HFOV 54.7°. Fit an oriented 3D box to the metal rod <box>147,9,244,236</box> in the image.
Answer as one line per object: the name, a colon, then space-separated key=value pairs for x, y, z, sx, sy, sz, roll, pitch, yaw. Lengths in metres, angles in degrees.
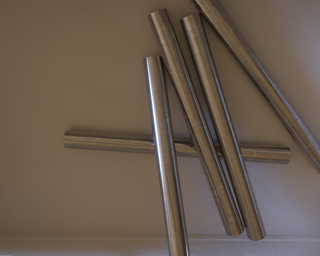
metal rod: x=0.049 y=0.002 z=0.390 sx=0.025 sy=0.025 sz=0.298 roll=-20 pitch=101 yaw=7

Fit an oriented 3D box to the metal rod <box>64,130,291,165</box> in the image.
metal rod: x=0.025 y=0.026 z=0.421 sx=0.302 sy=0.025 sz=0.025 roll=4 pitch=110 yaw=-2

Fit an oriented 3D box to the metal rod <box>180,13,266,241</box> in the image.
metal rod: x=0.083 y=0.007 z=0.392 sx=0.025 sy=0.025 sz=0.298 roll=-18 pitch=101 yaw=6

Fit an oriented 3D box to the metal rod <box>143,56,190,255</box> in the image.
metal rod: x=0.011 y=0.062 z=0.373 sx=0.025 sy=0.025 sz=0.298 roll=-8 pitch=87 yaw=2

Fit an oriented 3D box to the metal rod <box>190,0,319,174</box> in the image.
metal rod: x=0.138 y=-0.050 z=0.394 sx=0.025 sy=0.025 sz=0.300 roll=-38 pitch=106 yaw=12
